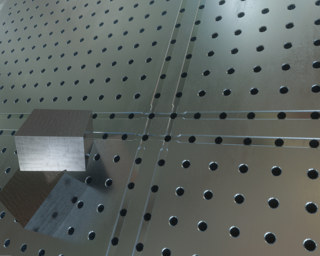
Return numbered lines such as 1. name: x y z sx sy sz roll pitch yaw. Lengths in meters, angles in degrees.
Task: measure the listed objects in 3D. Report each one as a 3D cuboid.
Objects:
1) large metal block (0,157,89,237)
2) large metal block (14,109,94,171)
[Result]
1. large metal block: -0.160 0.087 0.425 0.080 0.050 0.080 26 76 37
2. large metal block: -0.136 0.014 0.416 0.080 0.050 0.080 1 27 -5
